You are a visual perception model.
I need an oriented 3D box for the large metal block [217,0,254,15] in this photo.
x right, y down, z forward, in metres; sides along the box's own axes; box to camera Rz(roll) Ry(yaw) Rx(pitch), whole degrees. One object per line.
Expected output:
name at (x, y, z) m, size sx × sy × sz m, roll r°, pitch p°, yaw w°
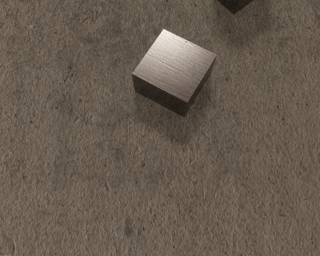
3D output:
large metal block at (0.131, -0.234, 0.466) m, size 0.080 × 0.080 × 0.050 m, roll -39°, pitch 75°, yaw -13°

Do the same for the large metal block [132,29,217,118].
large metal block at (0.019, -0.074, 0.422) m, size 0.080 × 0.050 × 0.080 m, roll 29°, pitch 72°, yaw 9°
